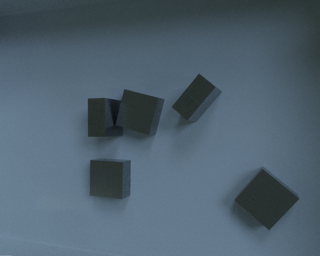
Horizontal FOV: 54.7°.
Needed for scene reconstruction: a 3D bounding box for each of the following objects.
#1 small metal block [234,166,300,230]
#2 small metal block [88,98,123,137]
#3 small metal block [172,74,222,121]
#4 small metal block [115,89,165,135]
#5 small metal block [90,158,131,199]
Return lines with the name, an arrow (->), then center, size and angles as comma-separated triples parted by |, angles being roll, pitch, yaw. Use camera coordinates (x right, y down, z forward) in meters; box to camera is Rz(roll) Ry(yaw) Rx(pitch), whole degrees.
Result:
small metal block -> 0.125, 0.082, 0.366 | 0.050, 0.025, 0.050 | 41, 103, 15
small metal block -> -0.073, -0.014, 0.422 | 0.025, 0.050, 0.050 | 0, 90, 20
small metal block -> 0.047, -0.036, 0.380 | 0.025, 0.050, 0.050 | 43, 103, 15
small metal block -> -0.027, -0.021, 0.419 | 0.050, 0.025, 0.050 | 16, 95, 19
small metal block -> -0.069, 0.070, 0.434 | 0.050, 0.025, 0.050 | 1, 90, 19
